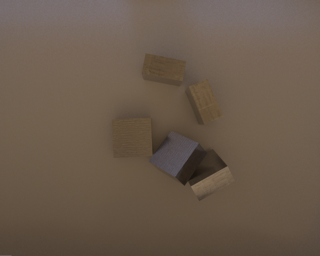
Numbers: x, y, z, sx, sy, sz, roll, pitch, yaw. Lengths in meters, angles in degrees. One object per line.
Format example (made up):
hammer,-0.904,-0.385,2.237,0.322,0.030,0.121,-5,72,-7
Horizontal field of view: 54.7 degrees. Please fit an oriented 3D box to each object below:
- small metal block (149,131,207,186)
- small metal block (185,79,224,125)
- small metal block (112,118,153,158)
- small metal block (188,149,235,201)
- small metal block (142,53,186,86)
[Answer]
small metal block,0.022,0.037,0.393,0.050,0.050,0.025,-53,134,-12
small metal block,0.056,-0.032,0.400,0.025,0.050,0.050,-23,90,0
small metal block,-0.036,0.012,0.411,0.050,0.025,0.050,-3,90,-1
small metal block,0.059,0.059,0.397,0.050,0.050,0.025,-29,114,0
small metal block,0.005,-0.074,0.399,0.050,0.050,0.025,11,90,-1
